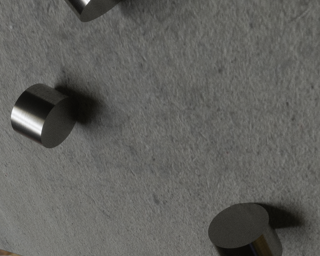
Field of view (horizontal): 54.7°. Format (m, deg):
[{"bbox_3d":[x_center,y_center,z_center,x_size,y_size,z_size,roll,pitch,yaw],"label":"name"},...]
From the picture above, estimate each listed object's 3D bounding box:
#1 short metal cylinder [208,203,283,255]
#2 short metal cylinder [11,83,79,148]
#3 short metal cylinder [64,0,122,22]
[{"bbox_3d":[0.110,0.143,0.401,0.080,0.080,0.050,-16,110,34],"label":"short metal cylinder"},{"bbox_3d":[-0.162,-0.017,0.444,0.050,0.080,0.079,25,127,12],"label":"short metal cylinder"},{"bbox_3d":[-0.064,-0.152,0.309,0.080,0.080,0.050,-32,101,38],"label":"short metal cylinder"}]
